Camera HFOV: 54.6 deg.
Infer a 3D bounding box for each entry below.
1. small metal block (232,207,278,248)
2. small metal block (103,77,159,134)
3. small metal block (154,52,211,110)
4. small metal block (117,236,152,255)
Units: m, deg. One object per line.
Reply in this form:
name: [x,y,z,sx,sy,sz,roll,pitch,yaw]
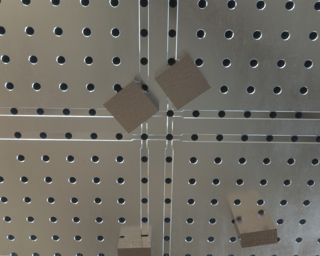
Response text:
small metal block: [0.138,0.145,0.454,0.050,0.050,0.025,-9,110,3]
small metal block: [-0.036,-0.030,0.402,0.050,0.025,0.050,-37,106,12]
small metal block: [0.028,-0.059,0.392,0.050,0.025,0.050,-34,107,11]
small metal block: [-0.038,0.200,0.487,0.050,0.025,0.050,-2,110,0]
